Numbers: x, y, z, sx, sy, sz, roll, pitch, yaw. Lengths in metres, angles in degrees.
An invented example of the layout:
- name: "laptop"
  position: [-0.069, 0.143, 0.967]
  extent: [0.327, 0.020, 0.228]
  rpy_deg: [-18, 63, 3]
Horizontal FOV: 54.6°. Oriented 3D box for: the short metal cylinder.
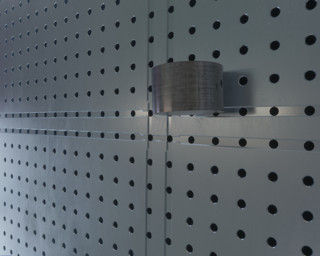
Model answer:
- name: "short metal cylinder"
  position: [0.031, -0.042, 0.349]
  extent: [0.080, 0.081, 0.050]
  rpy_deg: [-3, 89, 40]
